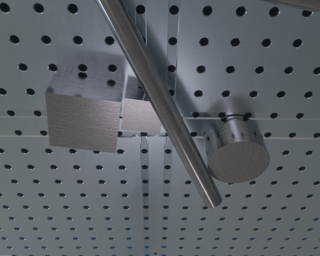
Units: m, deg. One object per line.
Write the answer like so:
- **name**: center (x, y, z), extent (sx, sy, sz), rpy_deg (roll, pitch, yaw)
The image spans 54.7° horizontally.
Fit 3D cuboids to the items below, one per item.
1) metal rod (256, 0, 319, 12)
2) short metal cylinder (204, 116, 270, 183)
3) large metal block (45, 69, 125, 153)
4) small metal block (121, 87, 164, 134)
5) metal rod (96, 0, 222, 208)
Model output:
- **metal rod**: center (0.009, -0.148, 0.285), extent (0.302, 0.025, 0.025), rpy_deg (8, 130, -8)
- **short metal cylinder**: center (0.102, 0.030, 0.422), extent (0.081, 0.050, 0.079), rpy_deg (0, 130, 0)
- **large metal block**: center (-0.089, -0.019, 0.378), extent (0.081, 0.050, 0.079), rpy_deg (7, 130, -6)
- **small metal block**: center (-0.021, -0.022, 0.393), extent (0.050, 0.025, 0.050), rpy_deg (7, 130, -7)
- **metal rod**: center (0.010, -0.017, 0.363), extent (0.025, 0.025, 0.299), rpy_deg (-21, 117, 16)
